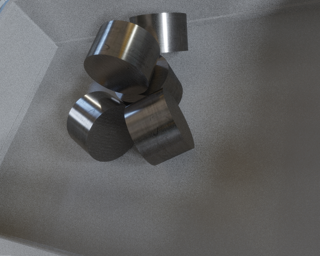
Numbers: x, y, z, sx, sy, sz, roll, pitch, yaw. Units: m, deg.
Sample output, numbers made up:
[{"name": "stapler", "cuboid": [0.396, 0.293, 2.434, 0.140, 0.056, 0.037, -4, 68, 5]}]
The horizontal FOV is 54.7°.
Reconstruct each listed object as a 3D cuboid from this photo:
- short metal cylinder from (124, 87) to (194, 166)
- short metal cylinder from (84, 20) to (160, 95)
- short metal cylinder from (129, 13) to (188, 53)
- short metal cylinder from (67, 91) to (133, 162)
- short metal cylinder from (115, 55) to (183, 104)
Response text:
[{"name": "short metal cylinder", "cuboid": [0.001, -0.002, 0.369, 0.050, 0.080, 0.080, -26, 53, 13]}, {"name": "short metal cylinder", "cuboid": [-0.045, -0.083, 0.379, 0.080, 0.080, 0.050, 3, 64, 30]}, {"name": "short metal cylinder", "cuboid": [-0.001, -0.133, 0.443, 0.080, 0.080, 0.050, 4, 106, 30]}, {"name": "short metal cylinder", "cuboid": [-0.074, -0.002, 0.408, 0.050, 0.080, 0.080, 33, 80, 38]}, {"name": "short metal cylinder", "cuboid": [-0.015, -0.056, 0.429, 0.080, 0.050, 0.080, -13, 56, 21]}]
